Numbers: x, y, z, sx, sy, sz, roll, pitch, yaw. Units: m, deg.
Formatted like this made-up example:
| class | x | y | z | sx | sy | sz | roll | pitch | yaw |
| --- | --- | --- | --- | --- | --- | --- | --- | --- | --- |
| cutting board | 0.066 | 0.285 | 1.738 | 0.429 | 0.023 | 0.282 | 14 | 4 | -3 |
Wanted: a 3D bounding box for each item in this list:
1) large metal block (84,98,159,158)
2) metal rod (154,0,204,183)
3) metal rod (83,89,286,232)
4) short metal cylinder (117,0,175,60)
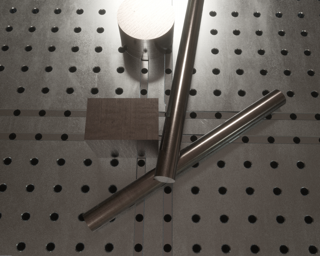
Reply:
| class | x | y | z | sx | sy | sz | roll | pitch | yaw |
| --- | --- | --- | --- | --- | --- | --- | --- | --- | --- |
| large metal block | -0.042 | 0.003 | 0.381 | 0.081 | 0.080 | 0.050 | 0 | 70 | -1 |
| metal rod | 0.032 | -0.073 | 0.424 | 0.025 | 0.025 | 0.299 | 10 | 65 | 3 |
| metal rod | 0.040 | 0.035 | 0.399 | 0.301 | 0.025 | 0.025 | -32 | 74 | -12 |
| short metal cylinder | -0.020 | -0.148 | 0.452 | 0.081 | 0.050 | 0.080 | 0 | 70 | -1 |
